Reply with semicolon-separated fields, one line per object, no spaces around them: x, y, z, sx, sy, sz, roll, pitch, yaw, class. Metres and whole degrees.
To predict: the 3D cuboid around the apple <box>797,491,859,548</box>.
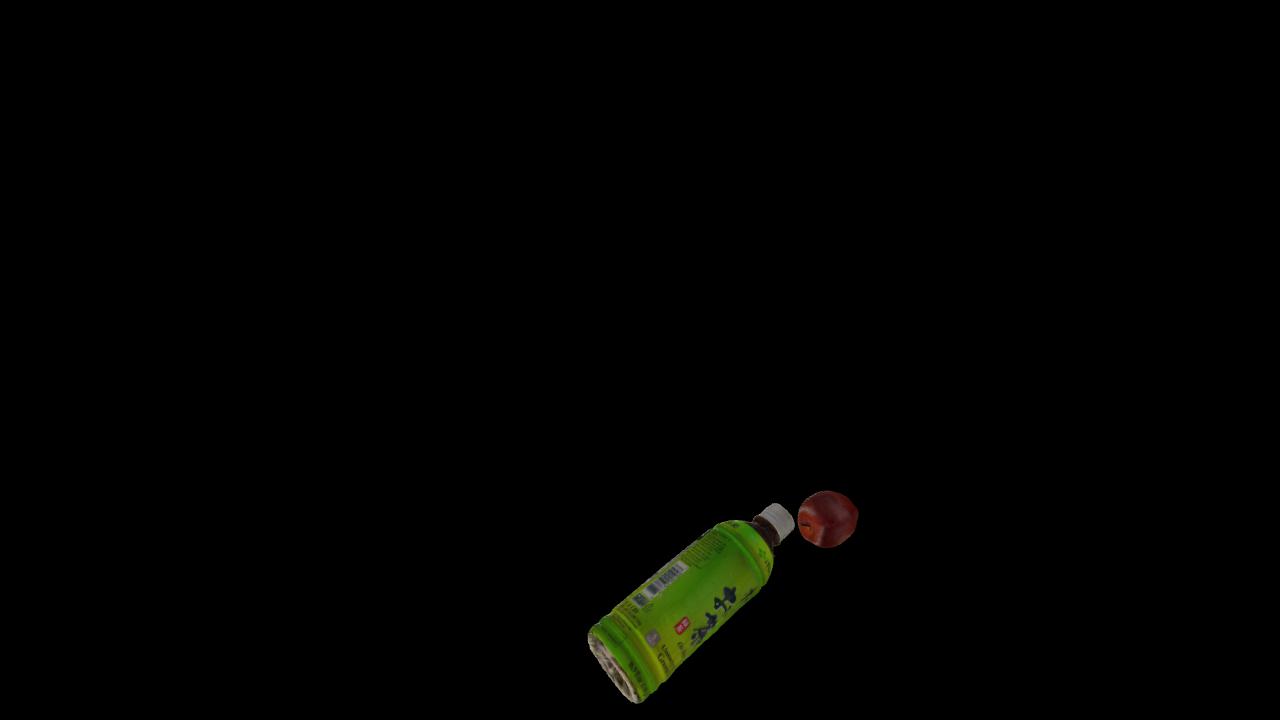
0.274;0.232;0.902;0.093;0.079;0.079;-10;4;-24;apple

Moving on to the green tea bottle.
0.056;0.198;0.539;0.212;0.073;0.073;-34;16;-25;green tea bottle
